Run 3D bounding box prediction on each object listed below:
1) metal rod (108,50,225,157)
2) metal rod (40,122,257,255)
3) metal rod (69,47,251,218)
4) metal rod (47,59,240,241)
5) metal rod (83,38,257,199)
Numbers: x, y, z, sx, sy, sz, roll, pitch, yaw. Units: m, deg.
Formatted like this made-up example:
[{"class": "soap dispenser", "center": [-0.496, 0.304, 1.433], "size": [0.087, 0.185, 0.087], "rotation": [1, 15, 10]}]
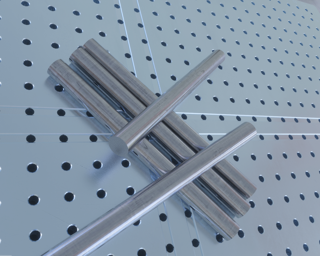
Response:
[{"class": "metal rod", "center": [0.030, -0.053, 0.432], "size": [0.025, 0.025, 0.302], "rotation": [44, 43, 1]}, {"class": "metal rod", "center": [0.005, 0.067, 0.345], "size": [0.302, 0.025, 0.025], "rotation": [-29, 78, -29]}, {"class": "metal rod", "center": [-0.001, 0.005, 0.405], "size": [0.300, 0.025, 0.025], "rotation": [43, 51, 1]}, {"class": "metal rod", "center": [-0.021, 0.026, 0.382], "size": [0.300, 0.025, 0.025], "rotation": [43, 51, 1]}, {"class": "metal rod", "center": [0.012, -0.012, 0.424], "size": [0.300, 0.025, 0.025], "rotation": [42, 51, 0]}]
